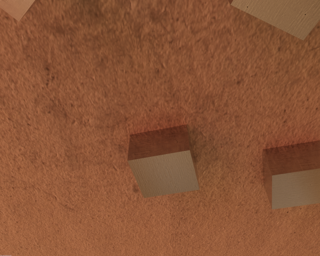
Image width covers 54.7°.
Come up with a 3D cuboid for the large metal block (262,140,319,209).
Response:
[{"bbox_3d":[0.198,0.070,0.454,0.080,0.050,0.080,-10,130,8],"label":"large metal block"}]

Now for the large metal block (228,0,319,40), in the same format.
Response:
[{"bbox_3d":[0.114,-0.138,0.275,0.081,0.050,0.079,19,128,-16],"label":"large metal block"}]

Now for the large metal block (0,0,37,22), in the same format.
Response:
[{"bbox_3d":[-0.122,-0.145,0.246,0.050,0.080,0.080,-37,121,27],"label":"large metal block"}]

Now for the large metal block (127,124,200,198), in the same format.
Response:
[{"bbox_3d":[0.007,0.048,0.432,0.080,0.050,0.080,-11,130,8],"label":"large metal block"}]
